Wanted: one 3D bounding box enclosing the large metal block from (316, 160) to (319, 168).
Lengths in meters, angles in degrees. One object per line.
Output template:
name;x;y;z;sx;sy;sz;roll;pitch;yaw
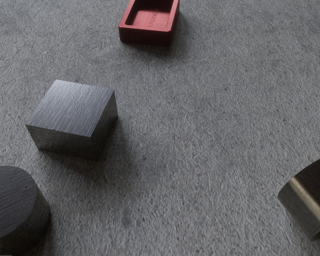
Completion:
large metal block;0.247;0.044;0.352;0.081;0.050;0.080;-20;53;-16

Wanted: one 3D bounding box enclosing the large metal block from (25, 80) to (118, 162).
large metal block;-0.107;-0.011;0.395;0.080;0.050;0.080;11;51;9

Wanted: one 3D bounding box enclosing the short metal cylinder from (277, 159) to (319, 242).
short metal cylinder;0.168;0.069;0.311;0.081;0.080;0.050;-19;53;-16

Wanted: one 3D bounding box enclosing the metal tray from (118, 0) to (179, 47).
metal tray;-0.016;-0.204;0.571;0.090;0.030;0.130;7;50;6

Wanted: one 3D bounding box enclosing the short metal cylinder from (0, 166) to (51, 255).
short metal cylinder;-0.159;0.086;0.314;0.081;0.050;0.080;0;50;0
